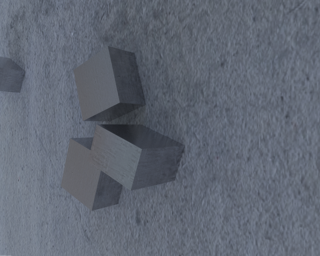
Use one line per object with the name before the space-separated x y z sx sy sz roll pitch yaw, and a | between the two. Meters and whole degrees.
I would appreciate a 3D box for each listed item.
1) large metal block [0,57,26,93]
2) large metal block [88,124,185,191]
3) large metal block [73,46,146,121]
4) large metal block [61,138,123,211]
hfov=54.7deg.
large metal block | -0.345 -0.116 0.649 0.080 0.081 0.050 34 111 34
large metal block | -0.029 0.032 0.391 0.080 0.081 0.050 25 106 37
large metal block | -0.074 -0.060 0.447 0.080 0.050 0.080 -21 77 37
large metal block | -0.099 0.065 0.468 0.080 0.050 0.079 23 105 37
